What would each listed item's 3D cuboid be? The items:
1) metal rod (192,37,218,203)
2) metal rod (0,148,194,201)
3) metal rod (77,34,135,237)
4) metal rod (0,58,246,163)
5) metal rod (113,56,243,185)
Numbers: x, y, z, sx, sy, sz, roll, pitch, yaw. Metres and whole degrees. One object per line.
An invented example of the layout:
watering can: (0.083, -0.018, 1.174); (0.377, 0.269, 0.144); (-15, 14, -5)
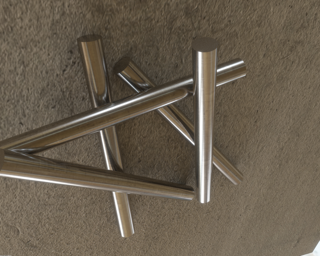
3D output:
metal rod: (0.058, 0.018, 0.406); (0.025, 0.025, 0.299); (-25, 141, -13)
metal rod: (-0.050, 0.067, 0.385); (0.301, 0.025, 0.025); (22, 107, -48)
metal rod: (-0.061, 0.033, 0.393); (0.025, 0.025, 0.298); (-17, 126, -19)
metal rod: (-0.037, -0.021, 0.339); (0.302, 0.025, 0.025); (-21, 127, -16)
metal rod: (0.044, 0.008, 0.435); (0.025, 0.025, 0.300); (-45, 129, 3)
